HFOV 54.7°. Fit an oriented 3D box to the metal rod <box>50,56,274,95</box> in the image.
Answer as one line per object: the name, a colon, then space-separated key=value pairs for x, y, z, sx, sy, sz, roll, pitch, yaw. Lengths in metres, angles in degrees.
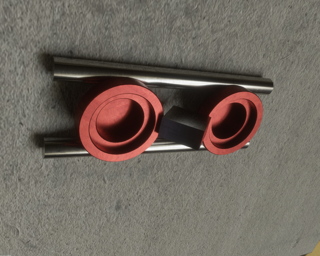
metal rod: x=0.024 y=-0.060 z=0.384 sx=0.303 sy=0.025 sz=0.025 roll=0 pitch=119 yaw=-29

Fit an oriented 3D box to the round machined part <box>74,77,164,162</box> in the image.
round machined part: x=-0.049 y=-0.013 z=0.357 sx=0.099 sy=0.042 sz=0.097 roll=-14 pitch=124 yaw=-21

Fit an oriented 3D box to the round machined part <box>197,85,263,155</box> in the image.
round machined part: x=0.090 y=-0.014 z=0.431 sx=0.099 sy=0.042 sz=0.097 roll=-14 pitch=124 yaw=-21

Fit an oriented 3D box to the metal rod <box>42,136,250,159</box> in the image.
metal rod: x=0.001 y=0.022 z=0.422 sx=0.303 sy=0.025 sz=0.025 roll=0 pitch=119 yaw=-29

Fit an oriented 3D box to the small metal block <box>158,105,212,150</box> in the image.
small metal block: x=0.031 y=-0.002 z=0.374 sx=0.050 sy=0.050 sz=0.025 roll=19 pitch=115 yaw=11
